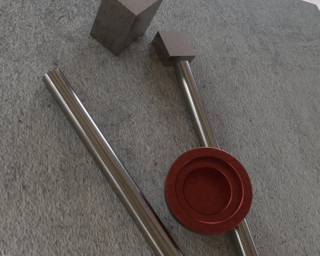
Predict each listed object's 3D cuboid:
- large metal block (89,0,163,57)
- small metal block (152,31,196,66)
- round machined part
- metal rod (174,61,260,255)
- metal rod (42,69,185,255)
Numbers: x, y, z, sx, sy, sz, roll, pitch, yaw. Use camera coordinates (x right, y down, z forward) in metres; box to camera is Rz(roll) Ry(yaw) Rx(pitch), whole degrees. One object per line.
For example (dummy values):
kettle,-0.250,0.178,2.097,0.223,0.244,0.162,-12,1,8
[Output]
large metal block,-0.047,-0.163,0.444,0.050,0.080,0.080,40,51,-2
small metal block,0.022,-0.127,0.495,0.050,0.025,0.050,-10,67,-33
round machined part,0.054,0.075,0.364,0.099,0.042,0.098,2,66,-4
metal rod,0.071,0.034,0.422,0.025,0.025,0.299,-2,63,-30
metal rod,-0.044,0.058,0.345,0.025,0.025,0.299,-27,77,-37
